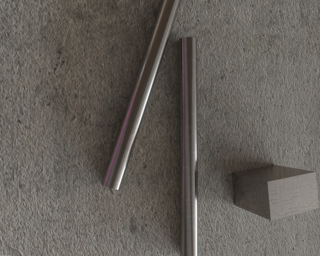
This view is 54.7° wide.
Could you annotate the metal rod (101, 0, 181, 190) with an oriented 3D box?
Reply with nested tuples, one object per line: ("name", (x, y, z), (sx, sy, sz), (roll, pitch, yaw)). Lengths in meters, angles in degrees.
("metal rod", (-0.017, -0.068, 0.403), (0.025, 0.025, 0.299), (20, 83, -19))

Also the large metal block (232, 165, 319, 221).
("large metal block", (0.161, 0.088, 0.441), (0.081, 0.080, 0.050), (-7, 93, -20))

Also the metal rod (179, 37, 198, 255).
("metal rod", (0.039, 0.028, 0.424), (0.025, 0.025, 0.298), (0, 90, -20))
